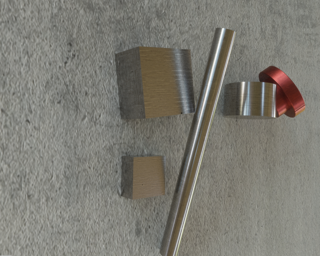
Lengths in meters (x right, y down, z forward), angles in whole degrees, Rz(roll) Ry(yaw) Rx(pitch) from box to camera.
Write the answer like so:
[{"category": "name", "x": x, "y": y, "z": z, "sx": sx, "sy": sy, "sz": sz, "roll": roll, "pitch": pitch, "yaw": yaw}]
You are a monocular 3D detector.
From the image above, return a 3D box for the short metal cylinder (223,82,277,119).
[{"category": "short metal cylinder", "x": 0.142, "y": -0.041, "z": 0.491, "sx": 0.081, "sy": 0.080, "sz": 0.050, "roll": 4, "pitch": 88, "yaw": -40}]

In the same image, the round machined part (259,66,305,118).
[{"category": "round machined part", "x": 0.204, "y": -0.057, "z": 0.544, "sx": 0.042, "sy": 0.098, "sz": 0.098, "roll": -35, "pitch": 118, "yaw": 5}]

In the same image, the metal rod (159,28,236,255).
[{"category": "metal rod", "x": 0.045, "y": 0.026, "z": 0.396, "sx": 0.025, "sy": 0.025, "sz": 0.298, "roll": 6, "pitch": 102, "yaw": -40}]

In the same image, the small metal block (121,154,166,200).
[{"category": "small metal block", "x": -0.021, "y": 0.060, "z": 0.390, "sx": 0.050, "sy": 0.025, "sz": 0.050, "roll": 2, "pitch": 89, "yaw": -40}]

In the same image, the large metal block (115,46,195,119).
[{"category": "large metal block", "x": -0.005, "y": -0.055, "z": 0.386, "sx": 0.081, "sy": 0.050, "sz": 0.079, "roll": -9, "pitch": 96, "yaw": -40}]
